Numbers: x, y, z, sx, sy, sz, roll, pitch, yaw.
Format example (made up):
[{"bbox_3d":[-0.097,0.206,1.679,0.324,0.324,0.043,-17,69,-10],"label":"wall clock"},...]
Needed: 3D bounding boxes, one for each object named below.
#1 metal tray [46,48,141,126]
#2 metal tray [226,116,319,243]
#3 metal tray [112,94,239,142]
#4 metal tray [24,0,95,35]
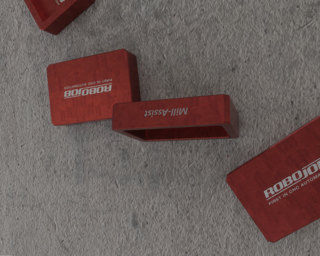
[{"bbox_3d":[-0.095,-0.054,0.440,0.130,0.030,0.089,-7,88,19],"label":"metal tray"},{"bbox_3d":[0.154,0.058,0.352,0.130,0.030,0.090,-37,79,16],"label":"metal tray"},{"bbox_3d":[0.022,-0.007,0.364,0.130,0.090,0.030,-3,78,20],"label":"metal tray"},{"bbox_3d":[-0.165,-0.219,0.464,0.090,0.030,0.130,-34,79,16],"label":"metal tray"}]
